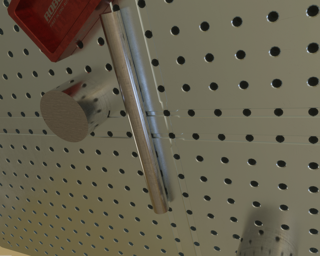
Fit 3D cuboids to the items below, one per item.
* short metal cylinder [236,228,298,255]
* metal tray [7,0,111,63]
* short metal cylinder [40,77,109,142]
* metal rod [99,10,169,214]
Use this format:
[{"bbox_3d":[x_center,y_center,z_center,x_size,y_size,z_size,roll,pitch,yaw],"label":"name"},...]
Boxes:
[{"bbox_3d":[0.148,0.189,0.434,0.080,0.050,0.079,13,124,21],"label":"short metal cylinder"},{"bbox_3d":[-0.123,-0.154,0.377,0.090,0.030,0.129,49,129,-7],"label":"metal tray"},{"bbox_3d":[-0.121,-0.026,0.443,0.080,0.050,0.079,13,124,21],"label":"short metal cylinder"},{"bbox_3d":[-0.028,-0.003,0.423,0.025,0.025,0.298,1,119,27],"label":"metal rod"}]
